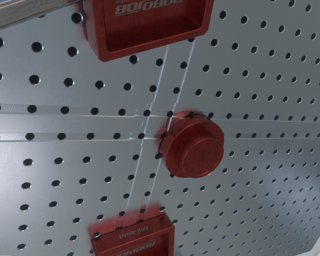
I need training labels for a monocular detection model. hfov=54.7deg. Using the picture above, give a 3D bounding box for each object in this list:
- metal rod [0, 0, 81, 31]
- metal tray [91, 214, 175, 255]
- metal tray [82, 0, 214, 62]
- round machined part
[{"bbox_3d":[-0.051,-0.143,0.294,0.302,0.025,0.025,-26,128,-12],"label":"metal rod"},{"bbox_3d":[-0.041,0.202,0.510,0.131,0.030,0.089,-13,124,-21],"label":"metal tray"},{"bbox_3d":[-0.007,-0.124,0.305,0.131,0.030,0.089,-21,145,-20],"label":"metal tray"},{"bbox_3d":[0.053,0.034,0.450,0.099,0.042,0.097,-14,124,-21],"label":"round machined part"}]
